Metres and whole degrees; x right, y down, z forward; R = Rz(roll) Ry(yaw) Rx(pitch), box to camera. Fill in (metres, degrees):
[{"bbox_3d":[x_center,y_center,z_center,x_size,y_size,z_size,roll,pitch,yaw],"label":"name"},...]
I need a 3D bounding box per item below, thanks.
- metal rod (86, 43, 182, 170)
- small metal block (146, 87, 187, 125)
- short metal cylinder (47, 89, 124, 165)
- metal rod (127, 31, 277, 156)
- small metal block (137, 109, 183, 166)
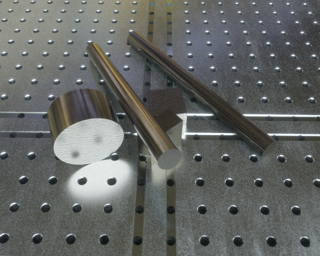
[{"bbox_3d":[-0.051,-0.050,0.405,0.025,0.025,0.300,-19,39,-15],"label":"metal rod"},{"bbox_3d":[0.008,-0.028,0.431,0.050,0.025,0.050,-6,50,-5],"label":"small metal block"},{"bbox_3d":[-0.090,-0.001,0.372,0.081,0.080,0.050,-17,52,-14],"label":"short metal cylinder"},{"bbox_3d":[0.045,-0.066,0.462,0.025,0.025,0.300,-31,57,-23],"label":"metal rod"},{"bbox_3d":[0.000,0.012,0.381,0.050,0.050,0.025,-34,58,-25],"label":"small metal block"}]
